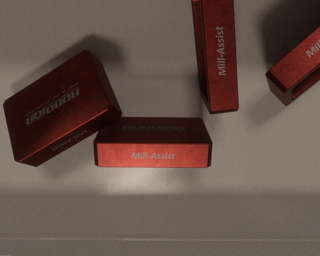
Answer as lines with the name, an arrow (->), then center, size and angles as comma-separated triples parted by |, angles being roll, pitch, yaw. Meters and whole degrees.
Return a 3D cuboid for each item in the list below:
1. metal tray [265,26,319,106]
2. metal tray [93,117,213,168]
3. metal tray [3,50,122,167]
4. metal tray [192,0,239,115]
metal tray -> 0.183, -0.084, 0.347 | 0.130, 0.090, 0.030 | -42, 71, 13
metal tray -> -0.008, 0.015, 0.381 | 0.131, 0.090, 0.030 | 1, 111, -1
metal tray -> -0.119, -0.023, 0.370 | 0.130, 0.030, 0.090 | -29, 64, 10
metal tray -> 0.059, -0.090, 0.344 | 0.030, 0.090, 0.129 | -7, 110, 2
